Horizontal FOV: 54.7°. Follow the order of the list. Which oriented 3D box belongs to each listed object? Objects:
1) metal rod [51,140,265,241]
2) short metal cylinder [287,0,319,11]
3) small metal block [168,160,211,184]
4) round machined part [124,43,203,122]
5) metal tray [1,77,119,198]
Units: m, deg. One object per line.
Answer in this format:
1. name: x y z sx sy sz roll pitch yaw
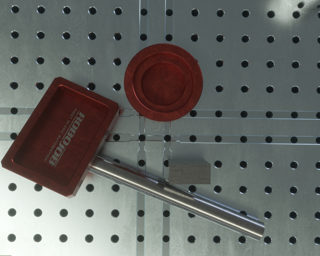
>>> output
1. metal rod: -0.005 0.081 0.413 0.301 0.025 0.025 22 90 -1
2. short metal cylinder: 0.207 -0.201 0.404 0.081 0.050 0.079 0 90 -1
3. small metal block: 0.036 0.056 0.401 0.050 0.050 0.025 0 90 -1
4. round machined part: 0.004 -0.057 0.405 0.099 0.042 0.097 0 90 -1
5. metal tray: -0.119 0.010 0.388 0.090 0.030 0.130 25 71 0
